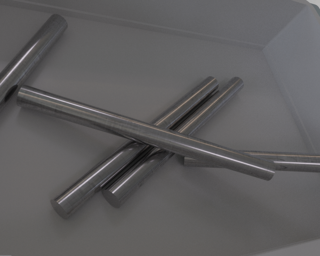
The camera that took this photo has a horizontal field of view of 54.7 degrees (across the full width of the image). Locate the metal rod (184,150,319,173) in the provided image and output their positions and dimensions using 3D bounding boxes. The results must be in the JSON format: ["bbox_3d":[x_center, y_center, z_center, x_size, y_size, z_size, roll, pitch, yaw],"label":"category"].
[{"bbox_3d":[0.182,0.044,0.400,0.302,0.025,0.025,3,58,1],"label":"metal rod"}]

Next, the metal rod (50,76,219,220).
[{"bbox_3d":[-0.008,0.005,0.397,0.025,0.025,0.302,47,51,4],"label":"metal rod"}]

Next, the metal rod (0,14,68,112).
[{"bbox_3d":[-0.176,-0.030,0.328,0.025,0.025,0.300,28,52,-11],"label":"metal rod"}]

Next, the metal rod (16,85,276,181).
[{"bbox_3d":[-0.010,0.008,0.359,0.302,0.025,0.025,17,54,-7],"label":"metal rod"}]

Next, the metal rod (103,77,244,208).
[{"bbox_3d":[0.039,0.001,0.425,0.025,0.025,0.302,47,51,4],"label":"metal rod"}]
